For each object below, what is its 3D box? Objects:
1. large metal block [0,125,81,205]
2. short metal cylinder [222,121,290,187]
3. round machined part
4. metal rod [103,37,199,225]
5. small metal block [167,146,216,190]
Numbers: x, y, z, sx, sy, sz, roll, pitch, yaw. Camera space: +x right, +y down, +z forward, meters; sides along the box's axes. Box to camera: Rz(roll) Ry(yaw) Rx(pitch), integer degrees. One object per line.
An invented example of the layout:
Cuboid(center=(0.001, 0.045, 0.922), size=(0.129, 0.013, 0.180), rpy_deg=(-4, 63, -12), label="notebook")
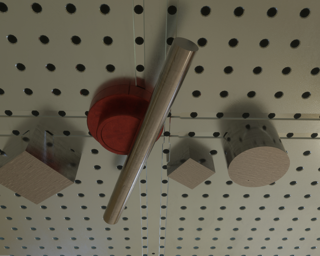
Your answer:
Cuboid(center=(-0.175, 0.054, 0.439), size=(0.080, 0.050, 0.080), rpy_deg=(-31, 124, 23), label="large metal block")
Cuboid(center=(0.131, 0.037, 0.429), size=(0.081, 0.050, 0.079), rpy_deg=(-1, 130, 0), label="short metal cylinder")
Cuboid(center=(-0.044, -0.003, 0.397), size=(0.099, 0.042, 0.097), rpy_deg=(-1, 130, 0), label="round machined part")
Cuboid(center=(-0.025, 0.029, 0.380), size=(0.025, 0.025, 0.298), rpy_deg=(15, 129, -13), label="metal rod")
Cuboid(center=(0.046, 0.060, 0.464), size=(0.050, 0.025, 0.050), rpy_deg=(31, 123, -24), label="small metal block")
